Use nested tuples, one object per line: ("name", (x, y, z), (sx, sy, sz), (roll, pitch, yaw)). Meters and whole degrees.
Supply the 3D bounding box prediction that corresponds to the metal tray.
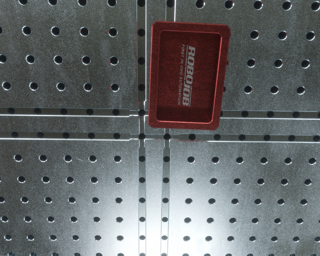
("metal tray", (0.033, -0.064, 0.387), (0.091, 0.030, 0.129), (2, 110, -2))
